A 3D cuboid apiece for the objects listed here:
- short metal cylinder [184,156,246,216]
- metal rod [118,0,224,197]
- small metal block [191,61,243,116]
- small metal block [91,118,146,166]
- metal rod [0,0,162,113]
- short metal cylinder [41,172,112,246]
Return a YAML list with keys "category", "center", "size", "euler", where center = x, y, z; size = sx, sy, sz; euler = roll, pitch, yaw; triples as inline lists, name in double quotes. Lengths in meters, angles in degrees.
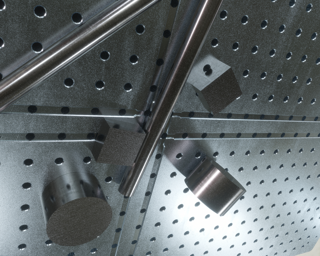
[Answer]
- category: "short metal cylinder"
  center: [0.084, 0.088, 0.476]
  size: [0.050, 0.080, 0.080]
  euler: [-50, 129, 7]
- category: "metal rod"
  center: [0.010, -0.039, 0.392]
  size: [0.025, 0.025, 0.298]
  euler: [12, 112, -33]
- category: "small metal block"
  center: [0.078, -0.053, 0.421]
  size: [0.050, 0.025, 0.050]
  euler: [-38, 129, -2]
- category: "small metal block"
  center: [-0.053, 0.019, 0.394]
  size: [0.050, 0.025, 0.050]
  euler: [12, 113, -33]
- category: "metal rod"
  center: [-0.049, -0.110, 0.315]
  size: [0.301, 0.025, 0.025]
  euler: [-36, 129, -4]
- category: "short metal cylinder"
  center: [-0.108, 0.104, 0.400]
  size: [0.081, 0.050, 0.079]
  euler: [-14, 125, -21]
